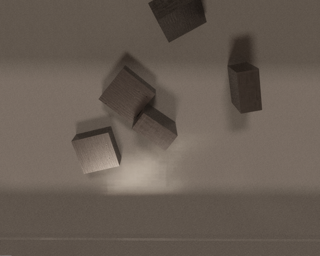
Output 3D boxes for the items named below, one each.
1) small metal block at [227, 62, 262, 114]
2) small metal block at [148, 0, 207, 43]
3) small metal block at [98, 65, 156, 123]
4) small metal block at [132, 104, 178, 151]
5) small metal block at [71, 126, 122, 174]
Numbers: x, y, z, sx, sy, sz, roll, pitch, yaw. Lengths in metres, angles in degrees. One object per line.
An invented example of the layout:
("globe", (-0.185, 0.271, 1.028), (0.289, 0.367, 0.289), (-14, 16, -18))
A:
("small metal block", (0.104, -0.051, 0.381), (0.025, 0.050, 0.050), (-10, 110, 3))
("small metal block", (0.021, -0.129, 0.348), (0.050, 0.050, 0.025), (-27, 72, 9))
("small metal block", (-0.041, -0.043, 0.395), (0.050, 0.025, 0.050), (38, 105, -13))
("small metal block", (-0.006, -0.003, 0.397), (0.050, 0.050, 0.025), (34, 107, -12))
("small metal block", (-0.085, 0.030, 0.421), (0.050, 0.025, 0.050), (-14, 110, 4))
